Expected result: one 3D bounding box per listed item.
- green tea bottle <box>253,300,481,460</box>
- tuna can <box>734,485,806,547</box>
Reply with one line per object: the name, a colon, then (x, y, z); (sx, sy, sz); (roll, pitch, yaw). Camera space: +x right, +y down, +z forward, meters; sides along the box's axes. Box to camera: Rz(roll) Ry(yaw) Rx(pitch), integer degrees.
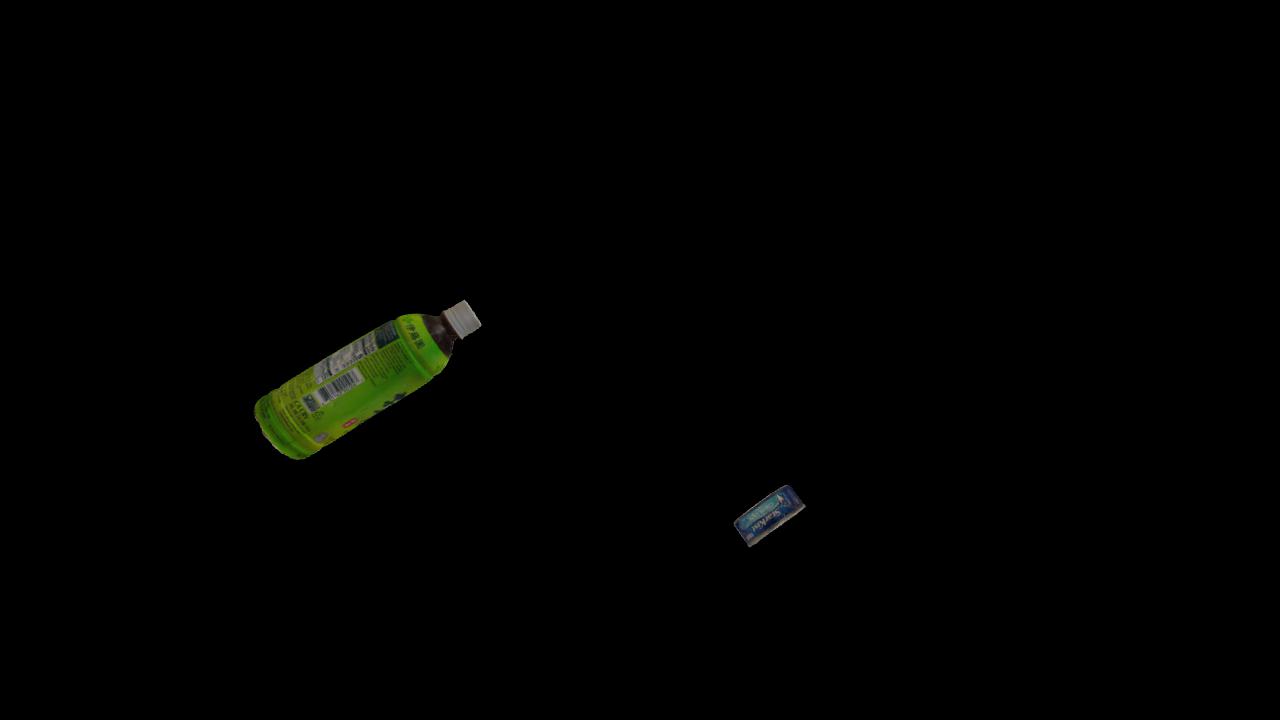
green tea bottle: (-0.250, 0.011, 0.586); (0.212, 0.073, 0.073); (-32, 4, -6)
tuna can: (0.154, 0.185, 0.734); (0.084, 0.034, 0.084); (-30, -21, -13)
